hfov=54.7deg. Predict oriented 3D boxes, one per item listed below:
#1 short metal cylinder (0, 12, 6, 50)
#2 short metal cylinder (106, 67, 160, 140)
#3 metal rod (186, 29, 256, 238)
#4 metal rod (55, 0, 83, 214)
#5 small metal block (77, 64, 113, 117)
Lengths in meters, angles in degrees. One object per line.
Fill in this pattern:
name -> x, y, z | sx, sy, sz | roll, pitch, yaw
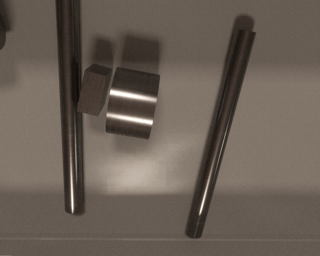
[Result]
short metal cylinder -> -0.215, -0.118, 0.336 | 0.050, 0.080, 0.079 | -13, 110, 4
short metal cylinder -> -0.032, -0.029, 0.371 | 0.050, 0.080, 0.079 | 10, 110, -4
metal rod -> 0.077, 0.021, 0.420 | 0.025, 0.025, 0.298 | 9, 110, -4
metal rod -> -0.116, -0.021, 0.401 | 0.025, 0.025, 0.298 | 3, 110, -2
small metal block -> -0.079, -0.048, 0.379 | 0.025, 0.050, 0.050 | 15, 109, -6
